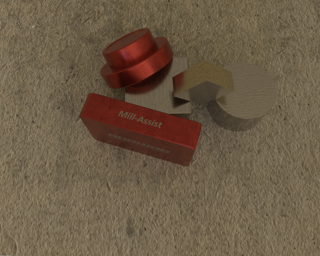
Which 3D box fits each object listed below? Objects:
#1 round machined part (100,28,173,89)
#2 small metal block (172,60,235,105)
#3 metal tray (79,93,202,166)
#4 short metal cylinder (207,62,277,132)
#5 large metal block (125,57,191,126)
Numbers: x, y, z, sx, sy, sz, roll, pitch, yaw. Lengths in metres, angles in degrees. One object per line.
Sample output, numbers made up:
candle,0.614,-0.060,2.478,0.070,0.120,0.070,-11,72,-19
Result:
round machined part,-0.036,-0.096,0.405,0.098,0.098,0.042,-35,118,-12
small metal block,0.051,-0.052,0.367,0.050,0.050,0.025,11,67,-41
metal tray,-0.021,0.005,0.372,0.131,0.090,0.030,16,71,5
short metal cylinder,0.106,-0.040,0.412,0.081,0.050,0.080,0,70,0
large metal block,-0.004,-0.046,0.414,0.081,0.050,0.080,-1,70,-1
